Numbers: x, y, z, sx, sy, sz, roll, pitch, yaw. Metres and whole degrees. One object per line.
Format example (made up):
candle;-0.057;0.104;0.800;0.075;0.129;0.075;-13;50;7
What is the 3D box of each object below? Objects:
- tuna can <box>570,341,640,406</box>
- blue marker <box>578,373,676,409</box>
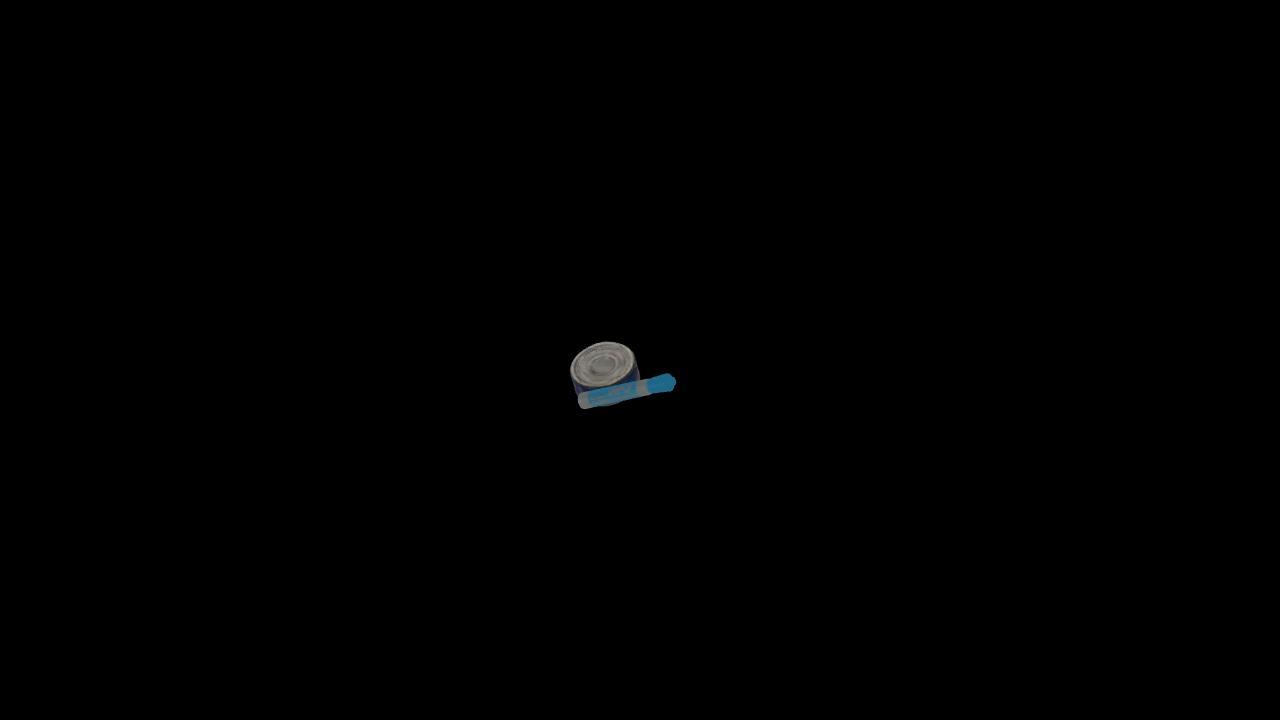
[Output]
tuna can;-0.044;0.016;0.760;0.084;0.034;0.084;-7;43;7
blue marker;-0.015;0.033;0.647;0.121;0.020;0.020;-14;-8;34
